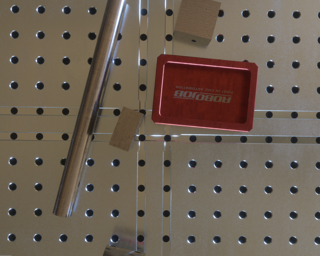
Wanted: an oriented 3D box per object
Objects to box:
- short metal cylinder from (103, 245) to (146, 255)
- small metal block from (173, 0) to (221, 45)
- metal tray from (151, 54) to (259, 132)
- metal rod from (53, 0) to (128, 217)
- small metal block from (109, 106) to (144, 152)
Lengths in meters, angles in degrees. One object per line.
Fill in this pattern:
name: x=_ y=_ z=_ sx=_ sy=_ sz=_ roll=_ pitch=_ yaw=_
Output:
short metal cylinder: x=-0.052 y=0.192 z=0.385 sx=0.050 sy=0.080 sz=0.080 roll=13 pitch=90 yaw=0
small metal block: x=0.049 y=-0.145 z=0.414 sx=0.050 sy=0.025 sz=0.050 roll=15 pitch=90 yaw=-1
metal tray: x=0.058 y=-0.045 z=0.411 sx=0.131 sy=0.030 sz=0.089 roll=5 pitch=90 yaw=-1
metal rod: x=-0.093 y=-0.030 z=0.412 sx=0.025 sy=0.025 sz=0.298 roll=15 pitch=90 yaw=-1
small metal block: x=-0.042 y=0.001 z=0.400 sx=0.025 sy=0.050 sz=0.050 roll=21 pitch=90 yaw=0
